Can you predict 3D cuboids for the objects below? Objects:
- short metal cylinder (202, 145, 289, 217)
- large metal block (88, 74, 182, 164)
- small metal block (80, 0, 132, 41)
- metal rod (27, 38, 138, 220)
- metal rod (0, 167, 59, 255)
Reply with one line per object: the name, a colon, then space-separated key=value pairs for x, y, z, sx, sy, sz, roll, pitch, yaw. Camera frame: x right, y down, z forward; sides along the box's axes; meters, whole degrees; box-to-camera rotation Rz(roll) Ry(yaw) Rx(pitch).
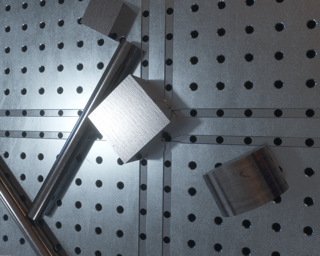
short metal cylinder: x=0.095 y=0.059 z=0.350 sx=0.080 sy=0.080 sz=0.050 roll=-29 pitch=81 yaw=17
large metal block: x=-0.032 y=-0.011 z=0.410 sx=0.080 sy=0.050 sz=0.080 roll=-43 pitch=77 yaw=14
small metal block: x=-0.077 y=-0.159 z=0.438 sx=0.050 sy=0.025 sz=0.050 roll=30 pitch=100 yaw=17
metal rod: x=-0.116 y=0.009 z=0.452 sx=0.025 sy=0.025 sz=0.299 roll=34 pitch=101 yaw=16
metal rod: x=-0.195 y=0.164 z=0.479 sx=0.025 sy=0.025 sz=0.300 roll=-44 pitch=77 yaw=14
